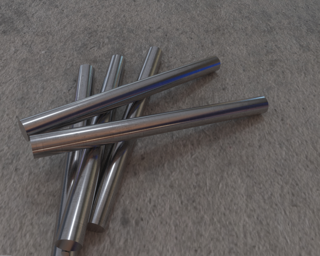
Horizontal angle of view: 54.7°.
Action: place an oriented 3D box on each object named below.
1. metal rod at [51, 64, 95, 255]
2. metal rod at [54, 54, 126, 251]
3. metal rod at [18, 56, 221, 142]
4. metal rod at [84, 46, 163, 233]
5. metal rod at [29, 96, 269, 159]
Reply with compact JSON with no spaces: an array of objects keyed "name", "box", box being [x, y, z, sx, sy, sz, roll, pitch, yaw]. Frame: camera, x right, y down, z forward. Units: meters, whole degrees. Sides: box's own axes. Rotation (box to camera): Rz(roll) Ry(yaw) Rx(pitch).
[{"name":"metal rod","box":[-0.101,0.026,0.379,0.025,0.025,0.300,-3,50,-3]},{"name":"metal rod","box":[-0.075,0.000,0.386,0.025,0.025,0.300,3,45,2]},{"name":"metal rod","box":[-0.029,-0.050,0.409,0.302,0.025,0.025,-25,54,-33]},{"name":"metal rod","box":[-0.038,-0.011,0.411,0.025,0.025,0.300,9,50,7]},{"name":"metal rod","box":[0.006,-0.007,0.375,0.303,0.025,0.025,-11,50,-23]}]
